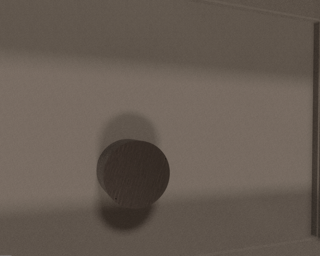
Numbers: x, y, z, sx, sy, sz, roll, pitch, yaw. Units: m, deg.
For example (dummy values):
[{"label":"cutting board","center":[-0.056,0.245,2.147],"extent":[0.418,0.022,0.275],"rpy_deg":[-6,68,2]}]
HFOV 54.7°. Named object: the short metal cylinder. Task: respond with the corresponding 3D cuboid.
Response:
[{"label":"short metal cylinder","center":[-0.034,0.054,0.385],"extent":[0.081,0.050,0.079],"rpy_deg":[0,90,-21]}]
